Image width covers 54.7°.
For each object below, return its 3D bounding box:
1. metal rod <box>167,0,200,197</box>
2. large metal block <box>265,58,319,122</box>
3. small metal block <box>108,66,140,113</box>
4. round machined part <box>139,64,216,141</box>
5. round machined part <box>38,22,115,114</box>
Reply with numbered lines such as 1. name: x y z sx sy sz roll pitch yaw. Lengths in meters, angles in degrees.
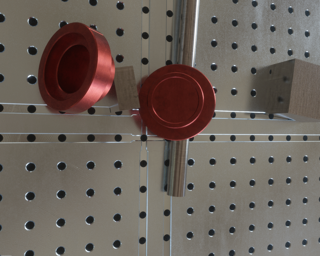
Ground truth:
1. metal rod: 0.033 -0.058 0.424 0.025 0.025 0.298 5 88 -20
2. large metal block: 0.217 -0.055 0.479 0.081 0.050 0.080 10 87 -20
3. small metal block: -0.048 -0.046 0.382 0.025 0.050 0.050 -11 94 -20
4. round machined part: 0.020 -0.033 0.390 0.099 0.042 0.097 0 88 6
5. round machined part: -0.090 -0.064 0.350 0.042 0.098 0.097 12 85 -54
